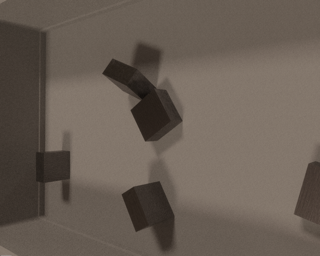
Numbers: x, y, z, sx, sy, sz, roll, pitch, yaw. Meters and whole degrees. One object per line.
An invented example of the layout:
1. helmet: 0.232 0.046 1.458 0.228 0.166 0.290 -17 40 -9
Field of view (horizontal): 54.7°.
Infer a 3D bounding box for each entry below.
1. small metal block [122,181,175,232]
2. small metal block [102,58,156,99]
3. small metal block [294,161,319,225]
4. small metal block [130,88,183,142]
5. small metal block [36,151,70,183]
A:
1. small metal block: -0.015 0.100 0.401 0.025 0.050 0.050 -37 67 33
2. small metal block: -0.041 -0.063 0.418 0.050 0.050 0.025 29 84 36
3. small metal block: 0.156 0.062 0.278 0.050 0.025 0.050 19 102 38
4. small metal block: -0.005 -0.016 0.409 0.050 0.025 0.050 -39 67 32
5. small metal block: -0.186 0.066 0.541 0.025 0.050 0.050 0 90 40
